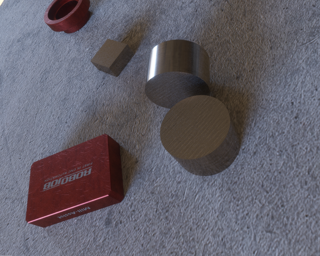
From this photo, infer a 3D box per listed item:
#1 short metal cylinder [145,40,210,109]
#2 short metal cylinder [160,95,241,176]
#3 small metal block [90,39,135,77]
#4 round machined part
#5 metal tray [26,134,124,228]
[{"bbox_3d":[0.023,-0.066,0.397,0.080,0.080,0.050,-9,58,23],"label":"short metal cylinder"},{"bbox_3d":[0.047,0.009,0.358,0.080,0.050,0.080,-13,56,21],"label":"short metal cylinder"},{"bbox_3d":[-0.079,-0.118,0.518,0.050,0.025,0.050,26,75,36],"label":"small metal block"},{"bbox_3d":[-0.183,-0.233,0.632,0.098,0.042,0.098,-13,56,21],"label":"round machined part"},{"bbox_3d":[-0.115,0.071,0.418,0.130,0.030,0.090,-21,54,15],"label":"metal tray"}]
